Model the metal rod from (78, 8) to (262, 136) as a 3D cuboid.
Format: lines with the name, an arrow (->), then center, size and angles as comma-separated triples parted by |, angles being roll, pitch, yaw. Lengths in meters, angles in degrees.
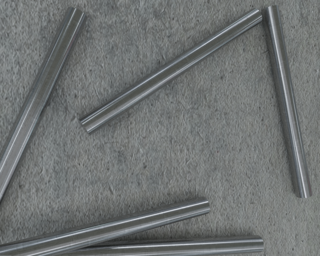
metal rod -> 0.025, -0.084, 0.419 | 0.301, 0.025, 0.025 | -35, 102, -17

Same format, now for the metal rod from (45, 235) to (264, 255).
metal rod -> 0.007, 0.161, 0.412 | 0.302, 0.025, 0.025 | 5, 88, -20

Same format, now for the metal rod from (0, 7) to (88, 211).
metal rod -> -0.153, 0.000, 0.352 | 0.025, 0.025, 0.299 | 24, 82, -19

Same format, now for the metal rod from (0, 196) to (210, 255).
metal rod -> -0.073, 0.124, 0.369 | 0.303, 0.025, 0.025 | -7, 93, -26

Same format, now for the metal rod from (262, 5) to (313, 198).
metal rod -> 0.199, -0.038, 0.484 | 0.025, 0.025, 0.298 | -14, 95, -20
